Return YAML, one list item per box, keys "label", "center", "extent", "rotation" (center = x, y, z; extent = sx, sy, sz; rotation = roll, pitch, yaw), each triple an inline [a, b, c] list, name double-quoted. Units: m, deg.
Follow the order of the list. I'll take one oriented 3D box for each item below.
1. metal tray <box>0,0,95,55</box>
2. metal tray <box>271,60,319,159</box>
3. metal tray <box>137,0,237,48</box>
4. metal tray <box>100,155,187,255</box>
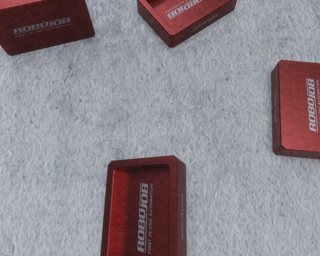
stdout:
- label: "metal tray"
  center: [-0.164, -0.151, 0.426]
  extent: [0.131, 0.090, 0.030]
  rotation: [-15, 71, -6]
- label: "metal tray"
  center: [0.201, -0.025, 0.417]
  extent: [0.091, 0.030, 0.130]
  rotation: [6, 70, 1]
- label: "metal tray"
  center: [0.042, -0.193, 0.476]
  extent: [0.131, 0.030, 0.090]
  rotation: [-35, 74, -12]
- label: "metal tray"
  center: [-0.018, 0.100, 0.350]
  extent: [0.090, 0.030, 0.130]
  rotation: [-7, 68, 22]
